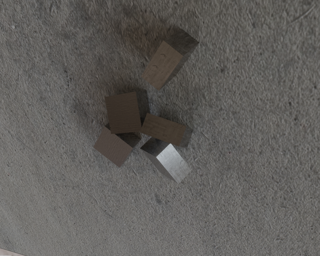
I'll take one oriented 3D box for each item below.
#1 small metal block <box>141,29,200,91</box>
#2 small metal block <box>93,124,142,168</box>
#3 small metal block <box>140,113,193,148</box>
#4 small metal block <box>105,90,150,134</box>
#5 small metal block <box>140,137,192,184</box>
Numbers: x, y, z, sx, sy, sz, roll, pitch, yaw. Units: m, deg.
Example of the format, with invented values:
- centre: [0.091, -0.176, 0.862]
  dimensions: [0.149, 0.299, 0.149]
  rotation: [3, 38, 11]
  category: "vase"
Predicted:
- centre: [0.012, -0.075, 0.338]
  dimensions: [0.025, 0.050, 0.050]
  rotation: [39, 129, 1]
  category: "small metal block"
- centre: [-0.063, 0.022, 0.454]
  dimensions: [0.050, 0.025, 0.050]
  rotation: [38, 129, 2]
  category: "small metal block"
- centre: [0.010, 0.004, 0.385]
  dimensions: [0.050, 0.050, 0.025]
  rotation: [20, 90, 16]
  category: "small metal block"
- centre: [-0.041, -0.020, 0.406]
  dimensions: [0.050, 0.025, 0.050]
  rotation: [-6, 97, 31]
  category: "small metal block"
- centre: [0.007, 0.041, 0.407]
  dimensions: [0.050, 0.025, 0.050]
  rotation: [52, 165, -24]
  category: "small metal block"
